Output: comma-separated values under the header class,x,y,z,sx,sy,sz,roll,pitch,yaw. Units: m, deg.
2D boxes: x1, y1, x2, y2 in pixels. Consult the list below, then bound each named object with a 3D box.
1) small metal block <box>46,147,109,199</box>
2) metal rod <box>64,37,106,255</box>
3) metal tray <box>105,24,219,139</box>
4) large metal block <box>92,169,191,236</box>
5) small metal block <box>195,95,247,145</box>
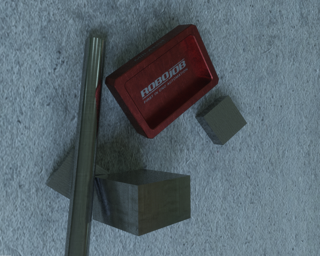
class,x,y,z,sx,sy,sz,roll,pitch,yaw
small metal block,-0.099,0.059,0.373,0.050,0.025,0.050,38,78,-17
metal rod,-0.085,0.041,0.350,0.025,0.025,0.299,7,77,-20
metal tray,0.007,-0.060,0.395,0.131,0.030,0.090,-40,120,-17
large metal block,-0.021,0.080,0.359,0.081,0.080,0.050,-1,91,-45
small metal block,0.088,-0.011,0.443,0.050,0.025,0.050,-40,103,-16
